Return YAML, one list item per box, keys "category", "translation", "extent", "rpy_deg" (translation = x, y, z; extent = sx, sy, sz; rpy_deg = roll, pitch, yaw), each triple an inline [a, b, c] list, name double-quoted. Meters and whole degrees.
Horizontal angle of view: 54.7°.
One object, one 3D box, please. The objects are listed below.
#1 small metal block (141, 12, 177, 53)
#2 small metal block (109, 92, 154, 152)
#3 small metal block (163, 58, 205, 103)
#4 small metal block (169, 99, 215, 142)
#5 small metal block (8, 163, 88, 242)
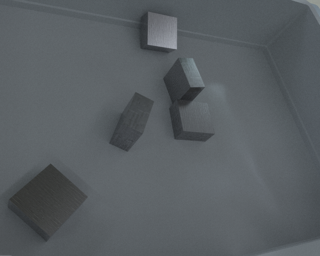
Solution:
- category: "small metal block"
  translation: [-0.002, -0.147, 0.482]
  extent: [0.050, 0.025, 0.050]
  rpy_deg: [1, 88, -28]
- category: "small metal block"
  translation: [-0.034, -0.007, 0.375]
  extent: [0.025, 0.050, 0.050]
  rpy_deg: [26, 53, -12]
- category: "small metal block"
  translation: [0.034, -0.065, 0.447]
  extent: [0.025, 0.050, 0.050]
  rpy_deg: [-5, 65, -31]
- category: "small metal block"
  translation: [0.044, -0.010, 0.435]
  extent: [0.050, 0.025, 0.050]
  rpy_deg: [5, 59, -26]
- category: "small metal block"
  translation: [-0.109, 0.072, 0.303]
  extent: [0.050, 0.025, 0.050]
  rpy_deg: [42, 51, 0]
